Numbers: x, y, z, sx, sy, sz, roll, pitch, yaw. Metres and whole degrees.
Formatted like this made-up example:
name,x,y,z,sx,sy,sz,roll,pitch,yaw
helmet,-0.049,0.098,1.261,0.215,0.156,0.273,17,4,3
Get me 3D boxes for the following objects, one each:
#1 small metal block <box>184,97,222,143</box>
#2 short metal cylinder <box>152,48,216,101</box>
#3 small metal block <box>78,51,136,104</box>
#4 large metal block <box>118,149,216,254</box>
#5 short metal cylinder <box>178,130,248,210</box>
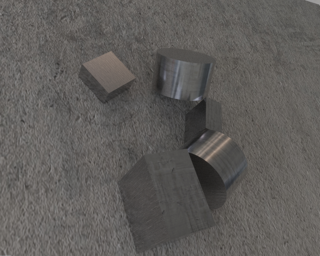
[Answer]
name,x,y,z,sx,sy,sz,roll,pitch,yaw
small metal block,0.058,-0.006,0.421,0.025,0.050,0.050,21,54,-21
short metal cylinder,0.032,-0.076,0.427,0.081,0.050,0.080,8,25,-3
small metal block,-0.069,-0.067,0.407,0.050,0.025,0.050,48,51,5
large metal block,0.002,0.077,0.322,0.050,0.080,0.080,-5,65,-31
short metal cylinder,0.055,0.049,0.368,0.080,0.080,0.050,48,51,5
